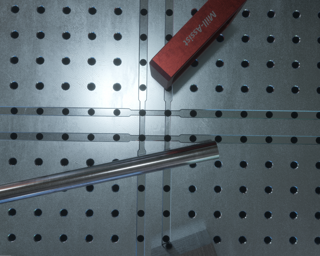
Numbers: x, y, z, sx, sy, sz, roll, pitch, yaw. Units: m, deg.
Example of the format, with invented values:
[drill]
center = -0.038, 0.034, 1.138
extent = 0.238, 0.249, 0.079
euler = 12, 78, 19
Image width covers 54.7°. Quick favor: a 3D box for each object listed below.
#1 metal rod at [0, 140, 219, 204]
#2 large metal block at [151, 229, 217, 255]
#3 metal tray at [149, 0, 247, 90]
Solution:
[metal rod]
center = -0.072, 0.059, 0.412
extent = 0.302, 0.025, 0.025
euler = -12, 90, -1
[large metal block]
center = 0.040, 0.190, 0.402
extent = 0.080, 0.050, 0.080
euler = -20, 90, -1
[metal tray]
center = 0.043, -0.108, 0.381
extent = 0.030, 0.090, 0.130
euler = 44, 90, 0
